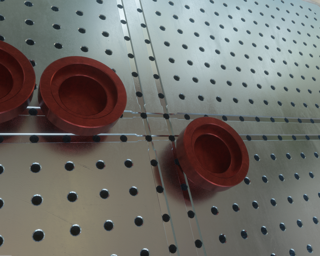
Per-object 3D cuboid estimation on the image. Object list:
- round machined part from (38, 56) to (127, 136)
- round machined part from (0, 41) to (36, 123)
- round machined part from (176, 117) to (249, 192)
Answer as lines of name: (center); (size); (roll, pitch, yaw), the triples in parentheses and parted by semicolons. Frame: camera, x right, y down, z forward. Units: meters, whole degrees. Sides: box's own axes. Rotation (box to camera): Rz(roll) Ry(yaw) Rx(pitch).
round machined part: (-0.093, -0.034, 0.368); (0.099, 0.042, 0.098); (13, 56, -21)
round machined part: (-0.185, -0.045, 0.325); (0.099, 0.042, 0.098); (13, 56, -21)
round machined part: (0.065, 0.037, 0.409); (0.099, 0.042, 0.098); (13, 56, -21)
